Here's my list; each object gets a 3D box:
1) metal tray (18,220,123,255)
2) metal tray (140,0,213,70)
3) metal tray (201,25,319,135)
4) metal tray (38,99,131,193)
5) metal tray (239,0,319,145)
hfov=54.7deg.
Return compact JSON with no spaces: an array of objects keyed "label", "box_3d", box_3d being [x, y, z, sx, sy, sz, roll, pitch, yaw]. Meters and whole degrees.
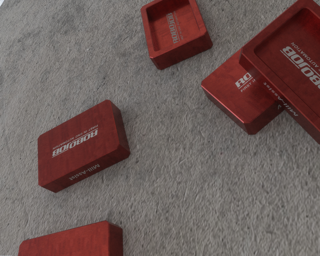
[{"label":"metal tray","box_3d":[-0.106,0.166,0.354,0.130,0.030,0.090,-18,54,17]},{"label":"metal tray","box_3d":[0.022,-0.161,0.487,0.090,0.030,0.130,-21,54,15]},{"label":"metal tray","box_3d":[0.127,-0.064,0.373,0.130,0.030,0.090,-40,51,0]},{"label":"metal tray","box_3d":[-0.113,0.025,0.444,0.130,0.030,0.090,-27,52,11]},{"label":"metal tray","box_3d":[0.158,-0.059,0.317,0.090,0.030,0.130,-40,78,0]}]
